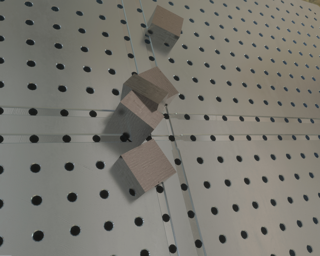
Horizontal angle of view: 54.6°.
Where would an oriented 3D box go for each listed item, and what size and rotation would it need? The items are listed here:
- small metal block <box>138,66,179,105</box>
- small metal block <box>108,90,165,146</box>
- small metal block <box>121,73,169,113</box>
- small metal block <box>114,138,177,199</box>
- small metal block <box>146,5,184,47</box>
[{"bbox_3d":[-0.011,-0.053,0.434,0.050,0.025,0.050,-32,80,-38],"label":"small metal block"},{"bbox_3d":[-0.030,-0.010,0.382,0.050,0.050,0.025,39,52,-2],"label":"small metal block"},{"bbox_3d":[-0.022,-0.033,0.393,0.050,0.050,0.025,31,51,10],"label":"small metal block"},{"bbox_3d":[-0.017,0.048,0.369,0.050,0.025,0.050,-27,76,-37],"label":"small metal block"},{"bbox_3d":[0.009,-0.170,0.516,0.050,0.025,0.050,23,53,-15],"label":"small metal block"}]
